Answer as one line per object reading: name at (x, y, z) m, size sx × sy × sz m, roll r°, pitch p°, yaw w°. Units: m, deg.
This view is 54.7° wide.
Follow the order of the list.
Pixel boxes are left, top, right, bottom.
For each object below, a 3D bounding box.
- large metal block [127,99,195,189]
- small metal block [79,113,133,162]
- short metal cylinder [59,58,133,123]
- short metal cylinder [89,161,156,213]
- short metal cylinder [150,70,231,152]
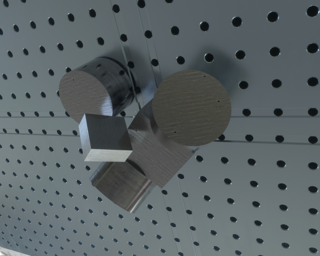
large metal block at (-0.001, 0.018, 0.399) m, size 0.080 × 0.050 × 0.080 m, roll 38°, pitch 129°, yaw 2°
small metal block at (-0.065, 0.012, 0.368) m, size 0.025 × 0.050 × 0.050 m, roll -53°, pitch 44°, yaw 41°
short metal cylinder at (-0.083, -0.046, 0.406) m, size 0.080 × 0.050 × 0.079 m, roll 13°, pitch 124°, yaw 21°
short metal cylinder at (-0.051, 0.074, 0.436) m, size 0.080 × 0.080 × 0.050 m, roll 37°, pitch 84°, yaw 5°
short metal cylinder at (0.030, -0.016, 0.336) m, size 0.080 × 0.080 × 0.050 m, roll 37°, pitch 167°, yaw 3°
